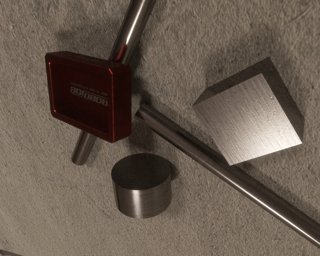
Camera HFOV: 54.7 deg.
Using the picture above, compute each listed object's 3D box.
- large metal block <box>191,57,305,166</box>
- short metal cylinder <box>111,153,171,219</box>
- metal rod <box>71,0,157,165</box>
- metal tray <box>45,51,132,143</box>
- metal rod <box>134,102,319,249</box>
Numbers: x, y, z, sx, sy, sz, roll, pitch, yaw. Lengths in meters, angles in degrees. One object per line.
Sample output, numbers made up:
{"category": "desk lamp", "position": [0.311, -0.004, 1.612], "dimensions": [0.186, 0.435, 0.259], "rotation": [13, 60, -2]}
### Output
{"category": "large metal block", "position": [0.095, -0.016, 0.330], "dimensions": [0.080, 0.050, 0.080], "rotation": [-25, 105, 36]}
{"category": "short metal cylinder", "position": [-0.025, 0.078, 0.431], "dimensions": [0.080, 0.080, 0.050], "rotation": [11, 123, 22]}
{"category": "metal rod", "position": [-0.071, -0.048, 0.412], "dimensions": [0.025, 0.025, 0.298], "rotation": [35, 129, 4]}
{"category": "metal tray", "position": [-0.093, -0.043, 0.393], "dimensions": [0.130, 0.030, 0.089], "rotation": [20, 119, 35]}
{"category": "metal rod", "position": [0.096, 0.063, 0.394], "dimensions": [0.301, 0.025, 0.025], "rotation": [35, 129, 4]}
